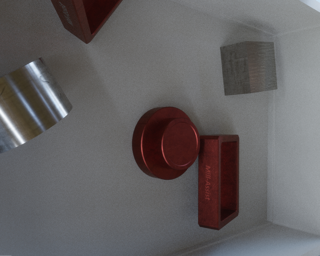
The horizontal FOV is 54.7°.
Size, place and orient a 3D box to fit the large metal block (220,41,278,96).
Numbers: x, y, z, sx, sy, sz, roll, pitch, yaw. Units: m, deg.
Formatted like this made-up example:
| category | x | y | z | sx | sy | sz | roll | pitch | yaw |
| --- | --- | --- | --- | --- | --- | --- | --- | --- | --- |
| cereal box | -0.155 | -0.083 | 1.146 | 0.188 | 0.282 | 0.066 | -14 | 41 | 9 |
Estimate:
| category | x | y | z | sx | sy | sz | roll | pitch | yaw |
| --- | --- | --- | --- | --- | --- | --- | --- | --- | --- |
| large metal block | 0.150 | -0.099 | 0.519 | 0.081 | 0.050 | 0.079 | -12 | 98 | -40 |

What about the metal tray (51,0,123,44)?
| category | x | y | z | sx | sy | sz | roll | pitch | yaw |
| --- | --- | --- | --- | --- | --- | --- | --- | --- | --- |
| metal tray | -0.057 | -0.137 | 0.279 | 0.030 | 0.130 | 0.090 | 36 | 84 | -5 |

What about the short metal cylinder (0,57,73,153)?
| category | x | y | z | sx | sy | sz | roll | pitch | yaw |
| --- | --- | --- | --- | --- | --- | --- | --- | --- | --- |
| short metal cylinder | -0.125 | -0.020 | 0.267 | 0.080 | 0.080 | 0.050 | -41 | 115 | -33 |

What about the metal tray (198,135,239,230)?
| category | x | y | z | sx | sy | sz | roll | pitch | yaw |
| --- | --- | --- | --- | --- | --- | --- | --- | --- | --- |
| metal tray | 0.090 | 0.075 | 0.464 | 0.091 | 0.030 | 0.129 | 0 | 90 | -58 |

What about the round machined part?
| category | x | y | z | sx | sy | sz | roll | pitch | yaw |
| --- | --- | --- | --- | --- | --- | --- | --- | --- | --- |
| round machined part | 0.015 | 0.020 | 0.410 | 0.099 | 0.042 | 0.097 | 0 | 90 | -40 |
